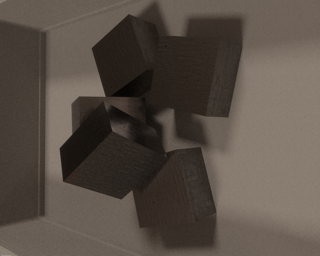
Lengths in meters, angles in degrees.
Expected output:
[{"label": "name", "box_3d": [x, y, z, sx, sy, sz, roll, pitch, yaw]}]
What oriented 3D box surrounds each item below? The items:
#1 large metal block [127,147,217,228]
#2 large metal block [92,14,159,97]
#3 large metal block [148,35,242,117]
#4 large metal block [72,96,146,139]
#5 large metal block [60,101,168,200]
[{"label": "large metal block", "box_3d": [0.013, 0.073, 0.378, 0.080, 0.050, 0.080, -20, 78, 38]}, {"label": "large metal block", "box_3d": [-0.039, -0.091, 0.421, 0.080, 0.050, 0.080, -29, 72, 36]}, {"label": "large metal block", "box_3d": [0.039, -0.059, 0.357, 0.080, 0.050, 0.079, 16, 100, 38]}, {"label": "large metal block", "box_3d": [-0.070, -0.011, 0.408, 0.080, 0.081, 0.050, 174, 94, -68]}, {"label": "large metal block", "box_3d": [-0.053, 0.028, 0.350, 0.080, 0.080, 0.050, -44, 42, 18]}]
